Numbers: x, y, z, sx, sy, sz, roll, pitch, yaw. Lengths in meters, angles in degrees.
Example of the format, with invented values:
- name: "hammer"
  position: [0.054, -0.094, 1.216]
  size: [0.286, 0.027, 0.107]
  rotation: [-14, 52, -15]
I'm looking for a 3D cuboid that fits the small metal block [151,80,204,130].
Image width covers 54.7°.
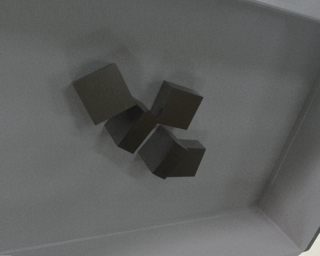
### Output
- name: "small metal block"
  position: [0.021, -0.029, 0.404]
  size: [0.050, 0.025, 0.050]
  rotation: [13, 112, -34]

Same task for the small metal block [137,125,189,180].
- name: "small metal block"
  position: [0.003, 0.032, 0.416]
  size: [0.025, 0.050, 0.050]
  rotation: [34, 99, -39]

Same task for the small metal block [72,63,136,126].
- name: "small metal block"
  position: [-0.062, -0.038, 0.343]
  size: [0.050, 0.025, 0.050]
  rotation: [-29, 109, -11]

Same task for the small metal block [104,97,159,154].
- name: "small metal block"
  position: [-0.035, -0.006, 0.371]
  size: [0.025, 0.050, 0.050]
  rotation: [32, 101, -39]

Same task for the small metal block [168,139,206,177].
- name: "small metal block"
  position: [0.033, 0.044, 0.456]
  size: [0.050, 0.025, 0.050]
  rotation: [4, 116, -31]
